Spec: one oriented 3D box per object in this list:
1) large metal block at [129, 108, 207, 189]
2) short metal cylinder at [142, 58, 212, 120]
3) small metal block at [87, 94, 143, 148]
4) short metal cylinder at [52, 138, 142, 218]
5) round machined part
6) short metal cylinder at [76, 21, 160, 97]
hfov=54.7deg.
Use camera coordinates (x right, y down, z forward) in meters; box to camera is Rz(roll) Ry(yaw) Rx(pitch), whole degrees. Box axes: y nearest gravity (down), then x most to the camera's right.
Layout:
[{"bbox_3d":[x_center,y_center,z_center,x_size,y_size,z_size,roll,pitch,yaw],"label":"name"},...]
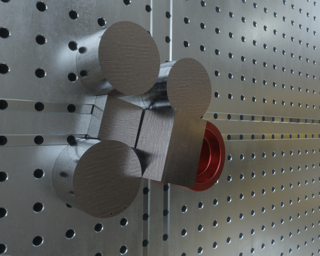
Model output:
[{"bbox_3d":[0.002,0.023,0.371,0.050,0.080,0.080,20,77,-38],"label":"large metal block"},{"bbox_3d":[0.023,-0.049,0.411,0.081,0.050,0.080,0,90,-40],"label":"short metal cylinder"},{"bbox_3d":[-0.052,-0.007,0.365,0.050,0.025,0.050,19,78,-38],"label":"small metal block"},{"bbox_3d":[-0.067,0.052,0.336,0.081,0.050,0.080,0,90,-40],"label":"short metal cylinder"},{"bbox_3d":[0.044,0.037,0.435,0.099,0.042,0.097,0,90,-40],"label":"round machined part"},{"bbox_3d":[-0.047,-0.075,0.353,0.081,0.050,0.080,0,90,-40],"label":"short metal cylinder"}]
